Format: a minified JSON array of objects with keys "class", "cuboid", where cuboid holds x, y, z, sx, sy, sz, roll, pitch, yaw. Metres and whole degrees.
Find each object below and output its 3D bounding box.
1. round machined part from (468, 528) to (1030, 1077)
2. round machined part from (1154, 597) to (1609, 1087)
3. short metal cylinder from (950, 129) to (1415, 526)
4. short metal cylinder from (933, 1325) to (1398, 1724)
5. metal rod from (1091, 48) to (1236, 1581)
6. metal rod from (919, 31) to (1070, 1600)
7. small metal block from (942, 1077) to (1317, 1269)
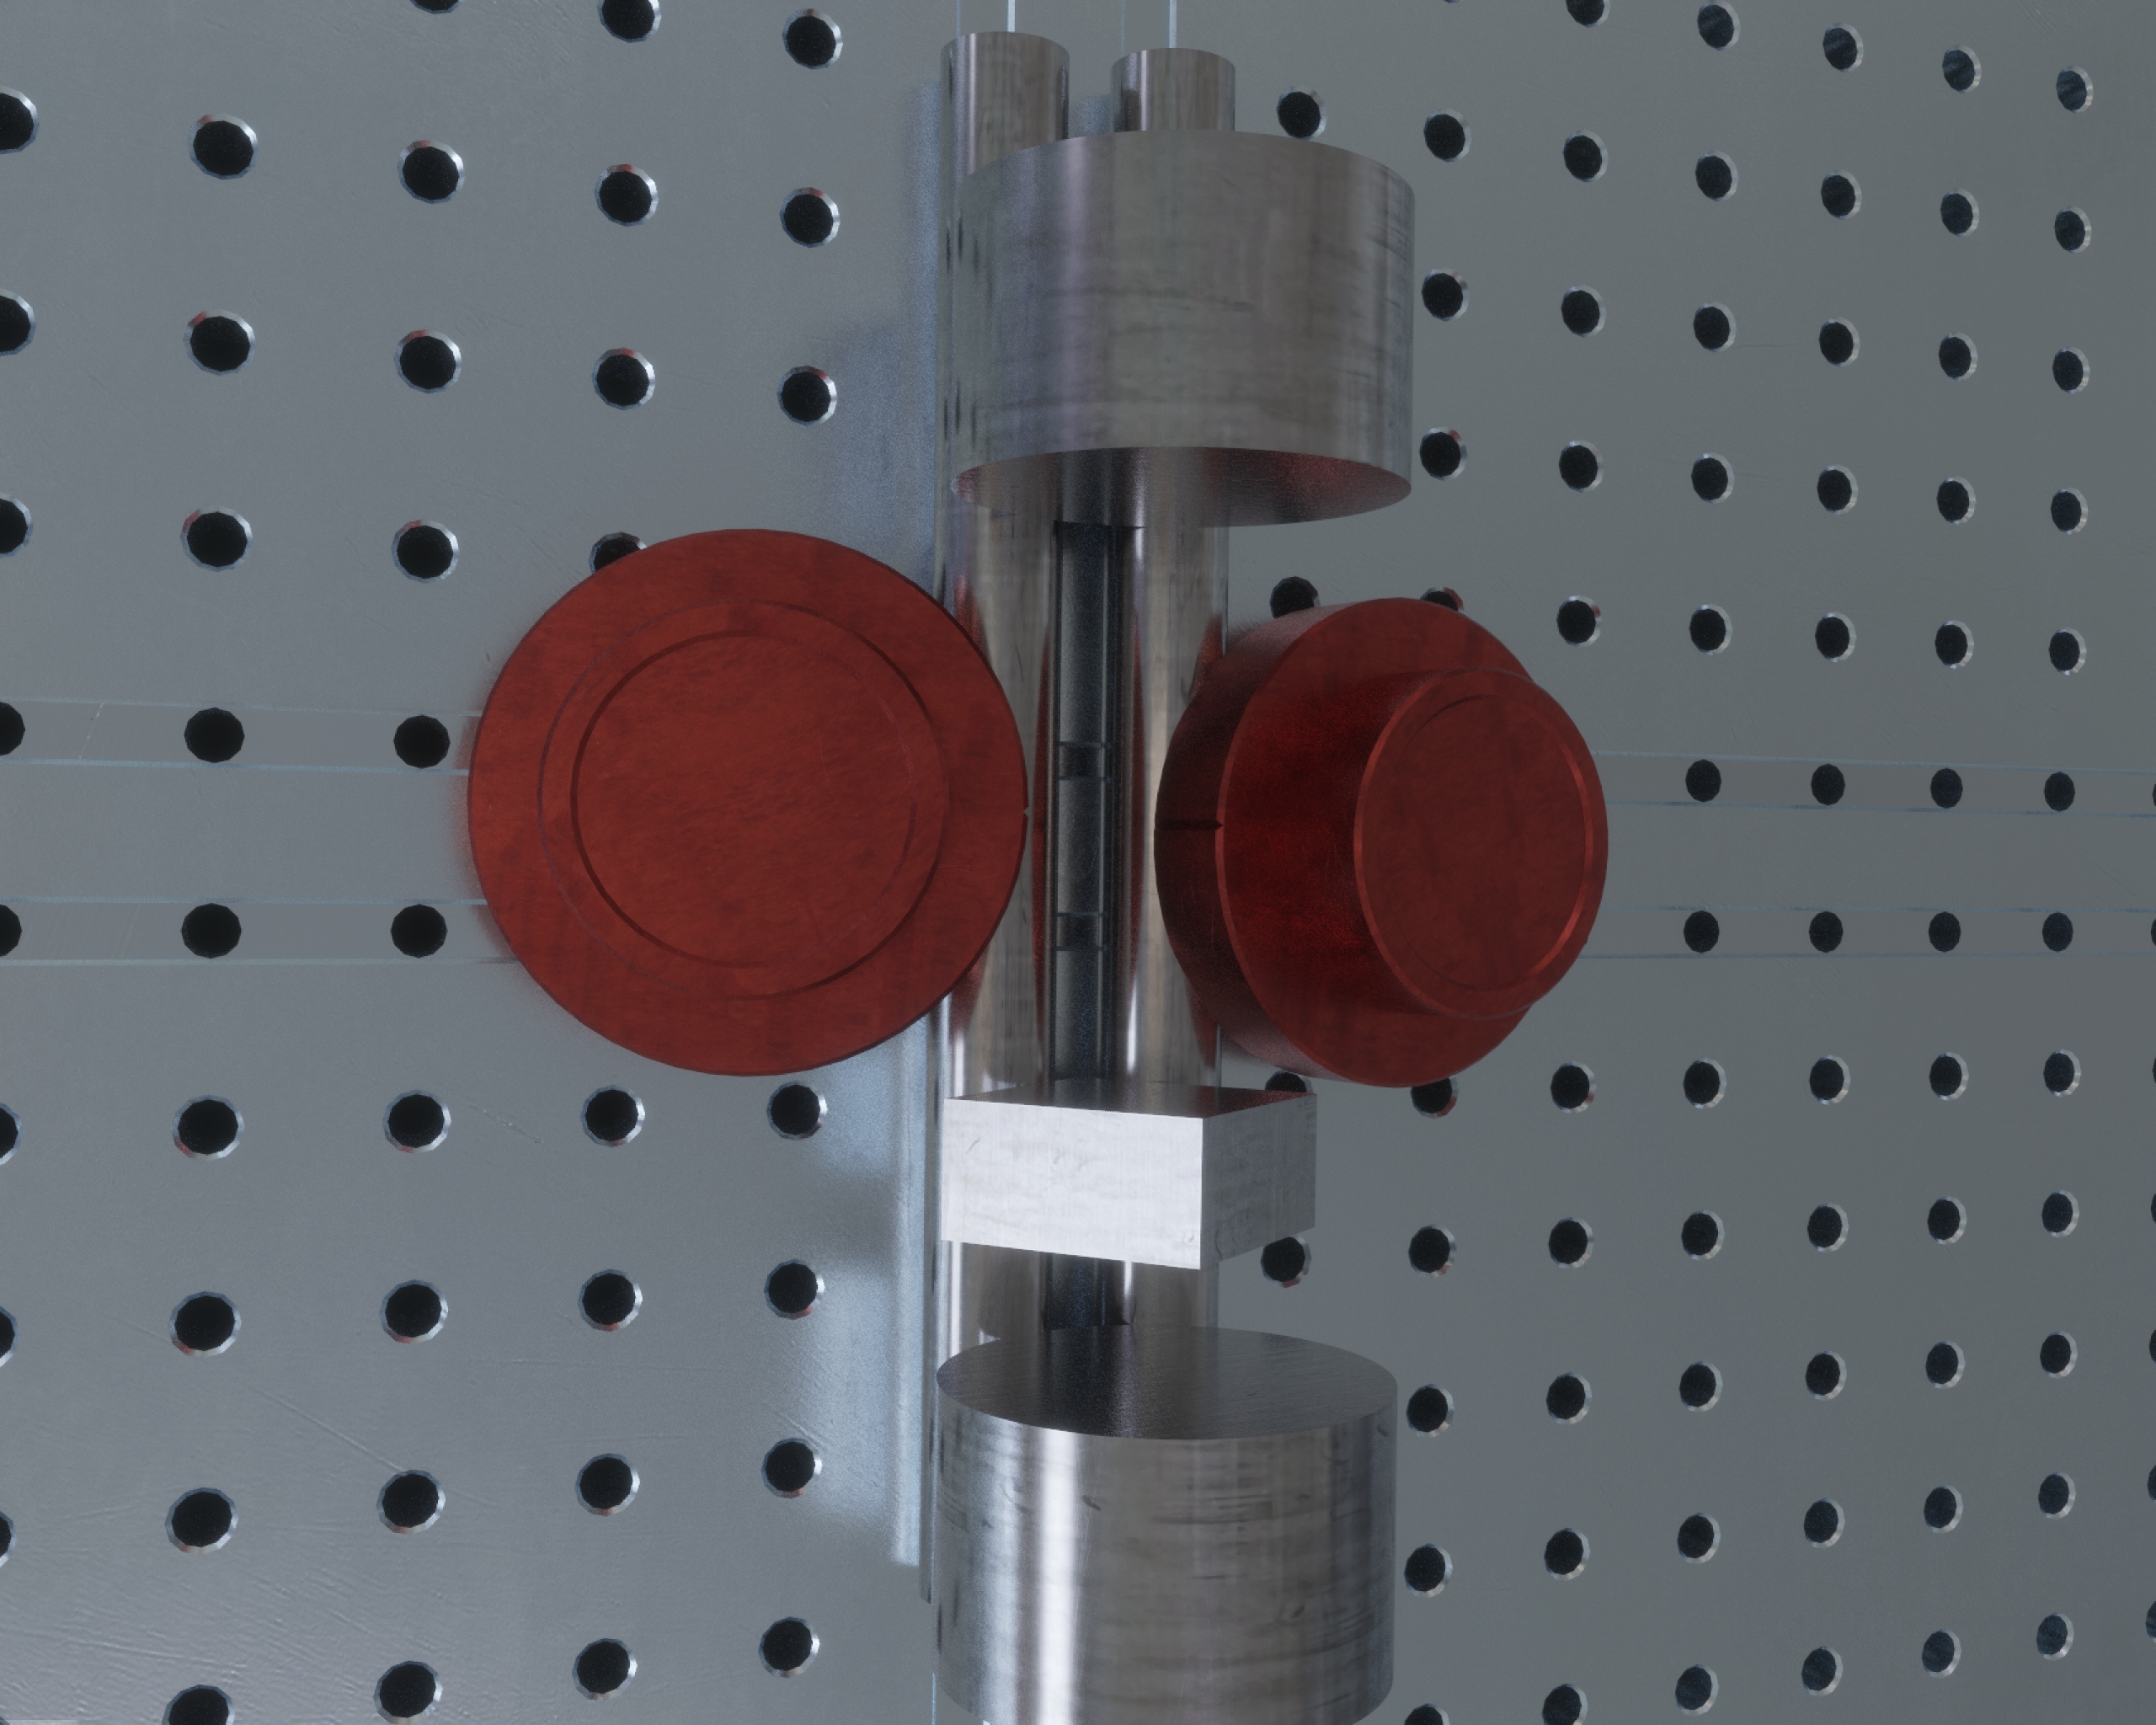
[{"class":"round machined part","cuboid":[-0.058,-0.011,0.369,0.099,0.042,0.097,0,90,-6]},{"class":"round machined part","cuboid":[0.067,-0.004,0.414,0.099,0.042,0.097,0,91,-35]},{"class":"short metal cylinder","cuboid":[0.018,-0.090,0.366,0.081,0.080,0.050,1,90,-20]},{"class":"short metal cylinder","cuboid":[0.015,0.115,0.366,0.081,0.080,0.050,1,90,-20]},{"class":"metal rod","cuboid":[0.017,-0.009,0.418,0.025,0.025,0.298,1,90,-20]},{"class":"metal rod","cuboid":[-0.016,-0.008,0.406,0.025,0.025,0.298,1,90,-20]},{"class":"small metal block","cuboid":[0.010,0.055,0.378,0.050,0.050,0.025,2,89,-62]}]
